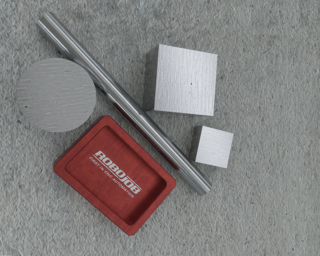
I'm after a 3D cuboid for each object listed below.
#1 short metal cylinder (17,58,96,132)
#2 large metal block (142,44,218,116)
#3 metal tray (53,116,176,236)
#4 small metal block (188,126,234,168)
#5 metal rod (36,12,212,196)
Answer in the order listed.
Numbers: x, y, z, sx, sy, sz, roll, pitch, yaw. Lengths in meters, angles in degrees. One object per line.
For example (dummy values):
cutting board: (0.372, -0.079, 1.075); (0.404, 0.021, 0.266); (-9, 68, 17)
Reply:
short metal cylinder: (-0.117, -0.035, 0.354); (0.081, 0.050, 0.079); (0, 90, -21)
large metal block: (0.025, -0.058, 0.407); (0.081, 0.050, 0.080); (5, 89, -20)
metal tray: (-0.054, 0.059, 0.388); (0.130, 0.030, 0.090); (46, 76, -15)
small metal block: (0.071, 0.027, 0.439); (0.050, 0.025, 0.050); (14, 85, -20)
metal rod: (-0.036, -0.020, 0.397); (0.025, 0.025, 0.300); (-47, 105, -14)
